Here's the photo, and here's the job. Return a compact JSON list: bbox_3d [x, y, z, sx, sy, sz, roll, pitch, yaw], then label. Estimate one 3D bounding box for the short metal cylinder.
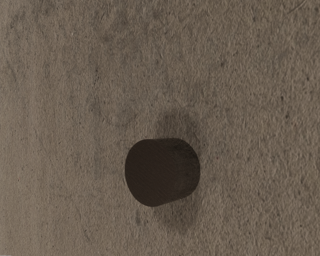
[{"bbox_3d":[0.003,0.053,0.385,0.080,0.050,0.079,0,90,39],"label":"short metal cylinder"}]
